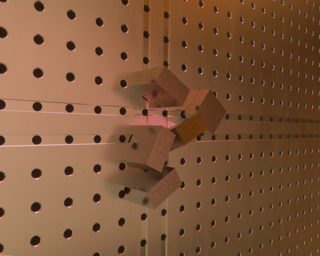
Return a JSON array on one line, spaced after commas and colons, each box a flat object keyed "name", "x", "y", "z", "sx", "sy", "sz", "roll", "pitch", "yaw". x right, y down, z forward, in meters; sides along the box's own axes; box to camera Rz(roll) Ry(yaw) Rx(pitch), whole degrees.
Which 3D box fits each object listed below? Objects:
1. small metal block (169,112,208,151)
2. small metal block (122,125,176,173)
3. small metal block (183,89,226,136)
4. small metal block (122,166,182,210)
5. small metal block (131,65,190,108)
[{"name": "small metal block", "x": 0.027, "y": 0.008, "z": 0.413, "sx": 0.050, "sy": 0.050, "sz": 0.025, "roll": -31, "pitch": 92, "yaw": -40}, {"name": "small metal block", "x": -0.014, "y": 0.025, "z": 0.383, "sx": 0.025, "sy": 0.050, "sz": 0.050, "roll": 35, "pitch": 69, "yaw": -35}, {"name": "small metal block", "x": 0.068, "y": -0.023, "z": 0.469, "sx": 0.050, "sy": 0.025, "sz": 0.050, "roll": 48, "pitch": 62, "yaw": -30}, {"name": "small metal block", "x": -0.010, "y": 0.071, "z": 0.387, "sx": 0.050, "sy": 0.050, "sz": 0.025, "roll": -36, "pitch": 112, "yaw": -35}, {"name": "small metal block", "x": 0.001, "y": -0.051, "z": 0.395, "sx": 0.050, "sy": 0.050, "sz": 0.025, "roll": 39, "pitch": 66, "yaw": -34}]
